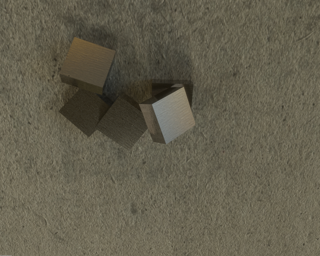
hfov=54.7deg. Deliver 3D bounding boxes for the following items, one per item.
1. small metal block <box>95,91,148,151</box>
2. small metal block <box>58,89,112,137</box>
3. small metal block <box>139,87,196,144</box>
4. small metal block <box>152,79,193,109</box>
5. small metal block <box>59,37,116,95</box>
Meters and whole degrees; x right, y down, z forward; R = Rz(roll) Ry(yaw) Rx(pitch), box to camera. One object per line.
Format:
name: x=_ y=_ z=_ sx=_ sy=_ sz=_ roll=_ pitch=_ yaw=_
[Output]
small metal block: x=-0.043 y=-0.008 z=0.379 sx=0.050 sy=0.025 sz=0.050 roll=36 pitch=106 yaw=-13
small metal block: x=-0.092 y=-0.025 z=0.400 sx=0.050 sy=0.025 sz=0.050 roll=-43 pitch=105 yaw=14
small metal block: x=0.010 y=-0.016 z=0.365 sx=0.050 sy=0.025 sz=0.050 roll=-32 pitch=113 yaw=-31
small metal block: x=0.015 y=-0.035 z=0.398 sx=0.050 sy=0.025 sz=0.050 roll=2 pitch=110 yaw=-1
small metal block: x=-0.085 y=-0.073 z=0.370 sx=0.050 sy=0.025 sz=0.050 roll=18 pitch=72 yaw=-7
